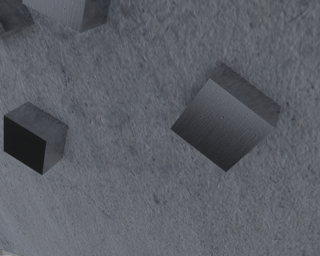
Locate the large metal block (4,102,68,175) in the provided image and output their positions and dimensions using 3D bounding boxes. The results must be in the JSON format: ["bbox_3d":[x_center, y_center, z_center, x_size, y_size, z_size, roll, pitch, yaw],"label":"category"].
[{"bbox_3d":[-0.204,0.017,0.506,0.080,0.050,0.079,30,128,9],"label":"large metal block"}]

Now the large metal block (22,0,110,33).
[{"bbox_3d":[-0.100,-0.164,0.340,0.080,0.050,0.079,28,128,9],"label":"large metal block"}]

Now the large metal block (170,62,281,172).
[{"bbox_3d":[0.072,-0.011,0.345,0.080,0.050,0.080,38,129,2],"label":"large metal block"}]

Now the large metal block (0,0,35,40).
[{"bbox_3d":[-0.229,-0.160,0.410,0.080,0.050,0.080,-9,114,32],"label":"large metal block"}]
